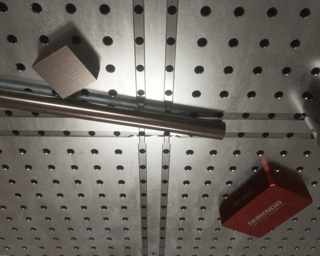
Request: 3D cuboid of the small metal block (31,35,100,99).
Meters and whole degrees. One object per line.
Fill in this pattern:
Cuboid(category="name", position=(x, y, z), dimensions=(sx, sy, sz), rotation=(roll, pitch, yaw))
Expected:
Cuboid(category="small metal block", position=(-0.106, -0.068, 0.352), dimensions=(0.050, 0.025, 0.050), rotation=(-25, 126, 19))

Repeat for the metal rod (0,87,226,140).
Cuboid(category="metal rod", position=(-0.064, -0.018, 0.395), dimensions=(0.302, 0.025, 0.025), rotation=(9, 130, -8))

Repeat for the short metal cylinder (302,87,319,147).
Cuboid(category="short metal cylinder", position=(0.228, -0.014, 0.387), dimensions=(0.081, 0.050, 0.079), rotation=(0, 130, 0))

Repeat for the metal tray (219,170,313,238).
Cuboid(category="metal tray", position=(0.175, 0.133, 0.525), dimensions=(0.091, 0.030, 0.129), rotation=(23, 126, -19))
